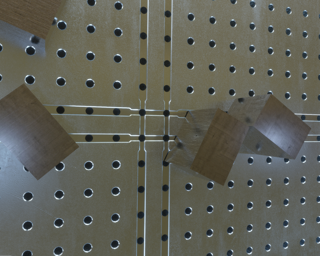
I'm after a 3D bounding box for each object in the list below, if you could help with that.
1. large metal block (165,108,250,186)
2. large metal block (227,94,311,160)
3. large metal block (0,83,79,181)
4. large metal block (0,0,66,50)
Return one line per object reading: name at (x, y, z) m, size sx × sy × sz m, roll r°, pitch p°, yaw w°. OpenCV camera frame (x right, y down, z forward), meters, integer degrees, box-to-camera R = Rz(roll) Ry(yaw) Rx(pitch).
large metal block at (0.059, 0.022, 0.406) m, size 0.050 × 0.080 × 0.080 m, roll 29°, pitch 80°, yaw -18°
large metal block at (0.146, -0.001, 0.439) m, size 0.080 × 0.080 × 0.050 m, roll 36°, pitch 79°, yaw -17°
large metal block at (-0.137, 0.004, 0.333) m, size 0.050 × 0.080 × 0.080 m, roll -41°, pitch 104°, yaw -15°
large metal block at (-0.152, -0.145, 0.343) m, size 0.080 × 0.050 × 0.080 m, roll 22°, pitch 83°, yaw -19°
